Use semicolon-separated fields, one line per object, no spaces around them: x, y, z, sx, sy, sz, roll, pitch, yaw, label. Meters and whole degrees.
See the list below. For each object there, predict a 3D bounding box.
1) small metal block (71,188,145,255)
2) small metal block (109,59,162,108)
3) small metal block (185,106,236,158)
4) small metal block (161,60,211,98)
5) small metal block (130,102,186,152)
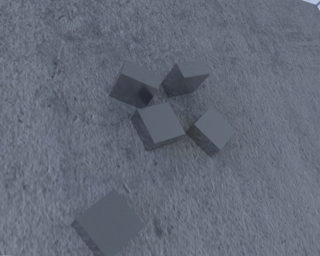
-0.053;0.099;0.316;0.050;0.025;0.050;50;51;6;small metal block
-0.033;-0.055;0.405;0.050;0.050;0.025;22;54;-16;small metal block
0.073;0.005;0.442;0.050;0.025;0.050;45;51;2;small metal block
0.037;-0.072;0.453;0.050;0.050;0.025;-15;70;-34;small metal block
-0.003;-0.002;0.405;0.050;0.025;0.050;-16;70;-35;small metal block
